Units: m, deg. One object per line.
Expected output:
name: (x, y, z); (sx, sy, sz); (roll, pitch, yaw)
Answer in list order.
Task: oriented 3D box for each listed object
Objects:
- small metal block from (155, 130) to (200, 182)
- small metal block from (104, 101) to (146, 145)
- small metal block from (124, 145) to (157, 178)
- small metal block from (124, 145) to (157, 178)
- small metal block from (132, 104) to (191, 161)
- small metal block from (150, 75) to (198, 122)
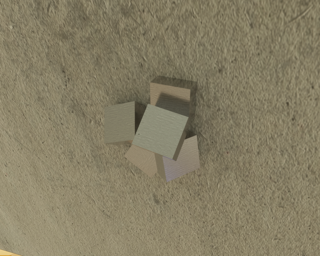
small metal block: (0.022, 0.034, 0.398); (0.025, 0.050, 0.050); (38, 143, 55)
small metal block: (-0.046, -0.005, 0.412); (0.050, 0.025, 0.050); (-8, 77, 31)
small metal block: (-0.015, 0.035, 0.436); (0.050, 0.025, 0.050); (39, 129, 2)
small metal block: (-0.015, 0.035, 0.436); (0.050, 0.025, 0.050); (39, 129, 1)
small metal block: (0.003, 0.006, 0.359); (0.050, 0.025, 0.050); (20, 82, 16)
small metal block: (0.016, -0.033, 0.378); (0.050, 0.025, 0.050); (13, 124, 20)
